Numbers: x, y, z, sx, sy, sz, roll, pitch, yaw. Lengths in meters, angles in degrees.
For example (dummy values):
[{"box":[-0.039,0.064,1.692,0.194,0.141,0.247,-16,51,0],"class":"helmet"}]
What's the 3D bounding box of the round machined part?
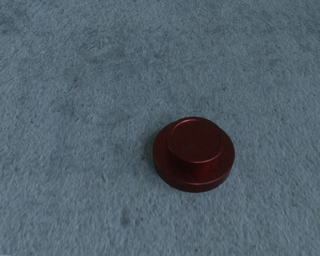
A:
[{"box":[0.041,0.024,0.372,0.099,0.042,0.098,0,50,0],"class":"round machined part"}]
